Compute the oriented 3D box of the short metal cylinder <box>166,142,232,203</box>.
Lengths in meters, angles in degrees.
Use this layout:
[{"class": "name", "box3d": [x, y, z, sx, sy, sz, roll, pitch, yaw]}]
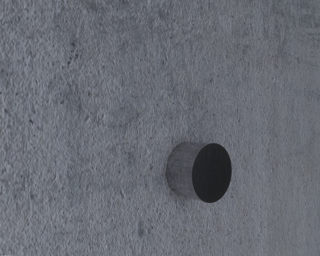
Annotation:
[{"class": "short metal cylinder", "box3d": [0.055, 0.060, 0.433, 0.081, 0.050, 0.080, 0, 90, -40]}]
